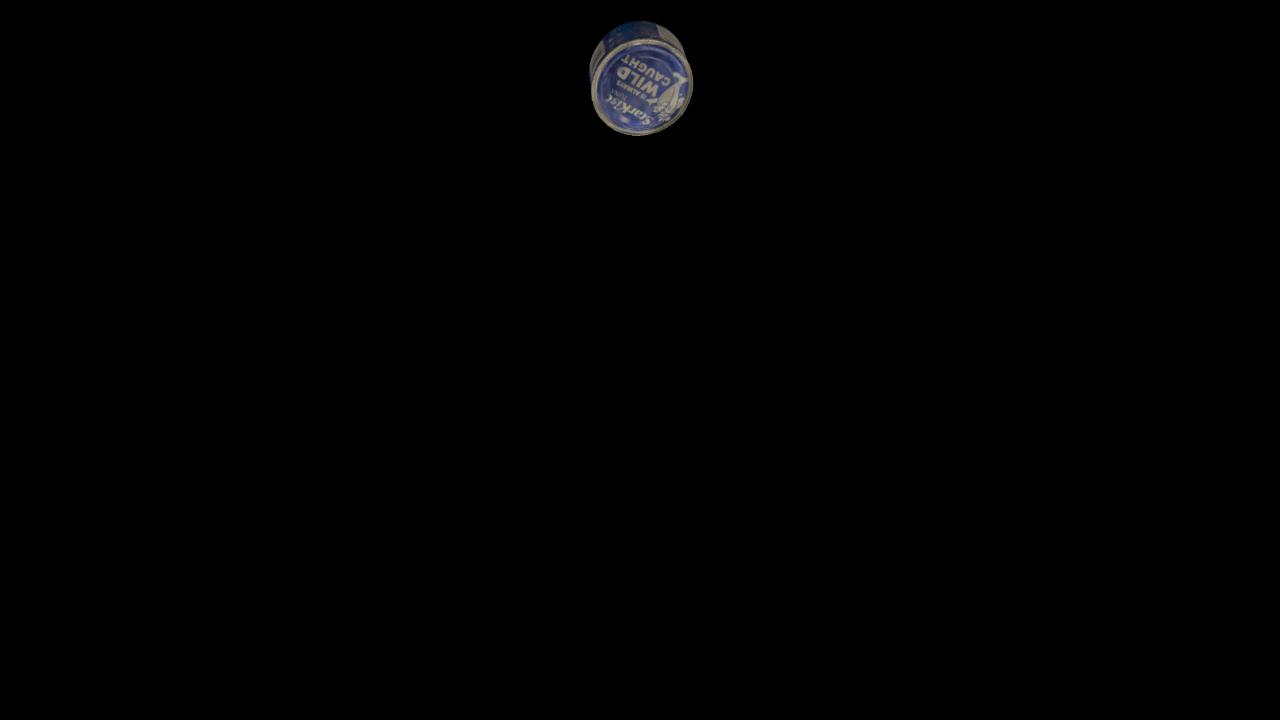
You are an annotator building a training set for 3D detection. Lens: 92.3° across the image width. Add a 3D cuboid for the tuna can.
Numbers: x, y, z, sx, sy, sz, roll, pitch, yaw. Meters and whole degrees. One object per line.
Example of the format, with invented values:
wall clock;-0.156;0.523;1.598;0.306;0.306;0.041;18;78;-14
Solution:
tuna can;0.000;-0.231;0.508;0.084;0.034;0.084;-7;-35;-5
